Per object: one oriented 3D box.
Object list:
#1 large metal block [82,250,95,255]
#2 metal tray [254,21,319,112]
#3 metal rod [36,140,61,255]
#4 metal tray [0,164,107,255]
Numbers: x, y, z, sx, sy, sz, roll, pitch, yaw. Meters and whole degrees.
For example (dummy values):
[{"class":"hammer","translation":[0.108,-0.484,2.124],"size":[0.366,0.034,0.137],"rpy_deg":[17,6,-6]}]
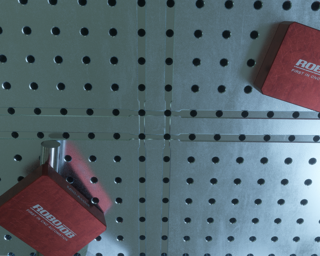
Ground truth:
[{"class":"large metal block","translation":[-0.116,0.258,0.494],"size":[0.080,0.050,0.080],"rpy_deg":[42,104,-14]},{"class":"metal tray","translation":[0.198,-0.070,0.388],"size":[0.131,0.030,0.089],"rpy_deg":[16,109,-7]},{"class":"metal rod","translation":[-0.173,0.160,0.469],"size":[0.025,0.025,0.298],"rpy_deg":[9,110,-4]},{"class":"metal tray","translation":[-0.149,0.122,0.430],"size":[0.090,0.030,0.130],"rpy_deg":[-38,119,-1]}]
